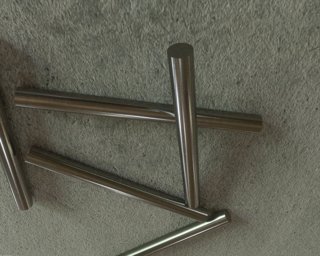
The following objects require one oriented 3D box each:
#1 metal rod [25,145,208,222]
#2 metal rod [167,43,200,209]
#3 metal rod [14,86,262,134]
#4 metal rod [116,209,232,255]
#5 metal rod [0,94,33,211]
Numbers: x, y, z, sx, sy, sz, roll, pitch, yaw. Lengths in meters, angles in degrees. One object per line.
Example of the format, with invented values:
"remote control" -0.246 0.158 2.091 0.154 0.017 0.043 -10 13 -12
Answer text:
"metal rod" -0.055 0.093 0.485 0.302 0.025 0.025 24 126 -20
"metal rod" 0.037 0.025 0.401 0.025 0.025 0.299 -6 139 4
"metal rod" -0.021 -0.021 0.388 0.302 0.025 0.025 6 130 -6
"metal rod" 0.000 0.224 0.598 0.300 0.025 0.025 -31 124 23
"metal rod" -0.211 0.012 0.414 0.025 0.025 0.298 3 130 -3
